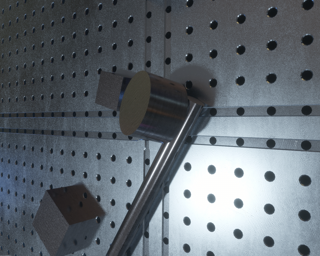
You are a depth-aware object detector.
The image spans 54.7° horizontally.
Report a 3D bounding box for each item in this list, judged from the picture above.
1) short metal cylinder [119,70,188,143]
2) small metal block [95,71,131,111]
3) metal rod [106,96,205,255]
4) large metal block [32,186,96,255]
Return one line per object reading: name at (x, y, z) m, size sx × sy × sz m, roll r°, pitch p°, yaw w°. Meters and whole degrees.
short metal cylinder at (-0.010, -0.025, 0.381) m, size 0.080 × 0.050 × 0.080 m, roll -33°, pitch 50°, yaw 51°
small metal block at (-0.067, -0.055, 0.462) m, size 0.050 × 0.025 × 0.050 m, roll 21°, pitch 103°, yaw 37°
metal rod at (-0.019, 0.093, 0.423) m, size 0.025 × 0.025 × 0.298 m, roll 39°, pitch 114°, yaw 32°
large metal block at (-0.165, 0.158, 0.526) m, size 0.080 × 0.050 × 0.079 m, roll 42°, pitch 115°, yaw 31°
